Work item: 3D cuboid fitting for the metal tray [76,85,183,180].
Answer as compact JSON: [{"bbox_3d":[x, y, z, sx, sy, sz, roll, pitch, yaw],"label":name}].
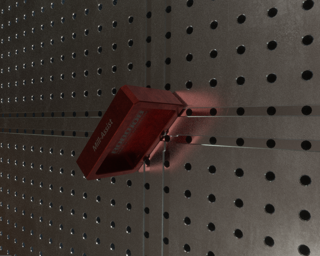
[{"bbox_3d":[-0.039,0.008,0.396,0.030,0.091,0.129,50,119,28],"label":"metal tray"}]
